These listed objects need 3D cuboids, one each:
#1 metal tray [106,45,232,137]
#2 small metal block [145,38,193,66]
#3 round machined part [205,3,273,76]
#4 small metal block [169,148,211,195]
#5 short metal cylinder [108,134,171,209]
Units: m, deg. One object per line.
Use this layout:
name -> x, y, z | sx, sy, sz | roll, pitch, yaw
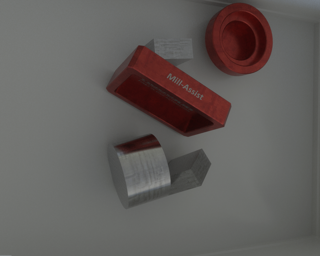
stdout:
metal tray -> 0.009, -0.038, 0.377 | 0.131, 0.090, 0.030 | 30, 69, -18
small metal block -> 0.008, -0.097, 0.401 | 0.050, 0.050, 0.025 | -6, 92, -20
round machined part -> 0.107, -0.123, 0.443 | 0.099, 0.042, 0.097 | 0, 90, -21
small metal block -> 0.033, 0.057, 0.400 | 0.025, 0.050, 0.050 | 58, 33, -11
short metal cylinder -> -0.027, 0.051, 0.372 | 0.050, 0.080, 0.080 | -13, 95, -20
